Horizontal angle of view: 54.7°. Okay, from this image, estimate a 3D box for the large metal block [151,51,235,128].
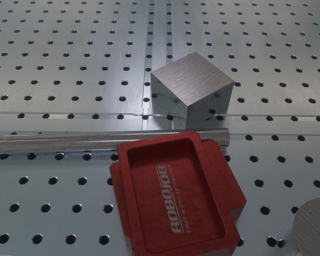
[{"bbox_3d":[0.043,-0.054,0.437,0.081,0.050,0.080,-29,56,-22],"label":"large metal block"}]

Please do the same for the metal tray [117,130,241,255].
[{"bbox_3d":[0.012,0.067,0.308,0.091,0.030,0.130,-10,51,-9],"label":"metal tray"}]

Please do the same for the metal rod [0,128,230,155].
[{"bbox_3d":[-0.064,0.017,0.392,0.302,0.025,0.025,-2,50,-2],"label":"metal rod"}]

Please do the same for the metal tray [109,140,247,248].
[{"bbox_3d":[0.017,0.069,0.346,0.131,0.030,0.090,-12,51,-11],"label":"metal tray"}]

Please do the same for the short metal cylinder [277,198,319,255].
[{"bbox_3d":[0.161,0.114,0.296,0.081,0.050,0.080,0,50,0],"label":"short metal cylinder"}]
